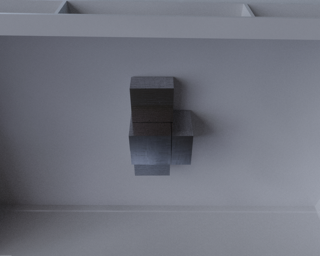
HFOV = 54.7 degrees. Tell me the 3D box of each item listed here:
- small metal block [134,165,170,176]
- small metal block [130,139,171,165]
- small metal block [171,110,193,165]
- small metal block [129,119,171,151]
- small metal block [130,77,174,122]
[{"bbox_3d":[-0.011,0.042,0.442,0.050,0.025,0.050,0,130,0],"label":"small metal block"},{"bbox_3d":[-0.011,0.021,0.408,0.050,0.050,0.025,0,130,0],"label":"small metal block"},{"bbox_3d":[0.027,0.012,0.401,0.025,0.050,0.050,0,130,0],"label":"small metal block"},{"bbox_3d":[-0.012,0.003,0.392,0.050,0.050,0.025,0,130,0],"label":"small metal block"},{"bbox_3d":[-0.009,-0.034,0.377,0.050,0.025,0.050,0,130,0],"label":"small metal block"}]
